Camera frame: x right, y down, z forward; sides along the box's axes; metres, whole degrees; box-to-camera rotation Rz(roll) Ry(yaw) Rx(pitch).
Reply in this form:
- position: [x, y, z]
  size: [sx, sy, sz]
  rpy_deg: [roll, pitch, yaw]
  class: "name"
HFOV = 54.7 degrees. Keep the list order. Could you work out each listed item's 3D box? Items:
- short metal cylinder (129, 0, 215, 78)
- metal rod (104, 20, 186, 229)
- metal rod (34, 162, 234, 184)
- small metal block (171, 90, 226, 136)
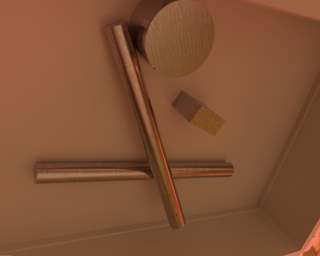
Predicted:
- position: [0.012, -0.101, 0.338]
  size: [0.081, 0.050, 0.079]
  rpy_deg: [-14, 125, -21]
  class: "short metal cylinder"
- position: [-0.010, 0.018, 0.392]
  size: [0.025, 0.025, 0.298]
  rpy_deg: [-24, 120, -14]
  class: "metal rod"
- position: [-0.016, 0.061, 0.439]
  size: [0.302, 0.025, 0.025]
  rpy_deg: [4, 117, -31]
  class: "metal rod"
- position: [0.051, -0.020, 0.410]
  size: [0.050, 0.050, 0.025]
  rpy_deg: [27, 103, -38]
  class: "small metal block"
